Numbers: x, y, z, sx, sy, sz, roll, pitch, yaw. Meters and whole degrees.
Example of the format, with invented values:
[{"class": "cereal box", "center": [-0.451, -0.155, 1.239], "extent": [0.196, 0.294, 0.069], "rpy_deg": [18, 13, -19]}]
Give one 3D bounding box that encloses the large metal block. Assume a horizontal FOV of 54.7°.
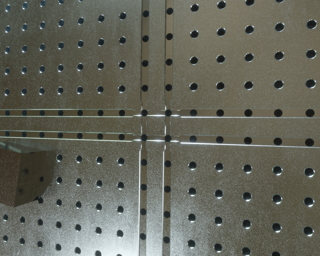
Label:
[{"class": "large metal block", "center": [-0.233, 0.068, 0.479], "extent": [0.080, 0.050, 0.079], "rpy_deg": [10, 93, 19]}]
